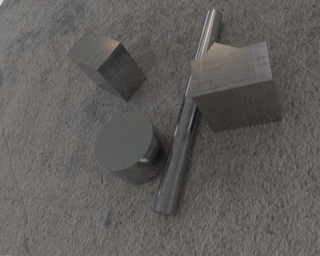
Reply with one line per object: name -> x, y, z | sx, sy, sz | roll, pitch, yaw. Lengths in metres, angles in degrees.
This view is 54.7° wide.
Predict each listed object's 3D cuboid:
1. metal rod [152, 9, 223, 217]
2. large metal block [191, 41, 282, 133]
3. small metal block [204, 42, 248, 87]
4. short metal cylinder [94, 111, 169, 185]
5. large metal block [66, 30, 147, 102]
metal rod -> 0.042, -0.036, 0.403 | 0.025, 0.025, 0.300 | 2, 63, 29
large metal block -> 0.087, -0.041, 0.348 | 0.080, 0.080, 0.050 | -11, 57, 22
small metal block -> 0.089, -0.076, 0.388 | 0.050, 0.050, 0.025 | 27, 77, 37
short metal cylinder -> -0.034, 0.025, 0.390 | 0.080, 0.050, 0.080 | -13, 56, 21
large metal block -> -0.079, -0.093, 0.467 | 0.080, 0.080, 0.050 | 30, 79, 37
